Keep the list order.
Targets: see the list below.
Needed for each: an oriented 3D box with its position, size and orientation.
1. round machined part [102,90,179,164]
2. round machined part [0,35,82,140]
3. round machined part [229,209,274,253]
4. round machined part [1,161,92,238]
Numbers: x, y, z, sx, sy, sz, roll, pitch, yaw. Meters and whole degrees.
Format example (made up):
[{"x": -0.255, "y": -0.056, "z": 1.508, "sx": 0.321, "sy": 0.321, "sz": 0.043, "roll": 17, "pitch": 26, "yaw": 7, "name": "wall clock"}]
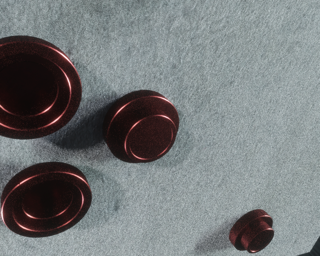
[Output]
[{"x": -0.019, "y": 0.005, "z": 0.390, "sx": 0.099, "sy": 0.042, "sz": 0.097, "roll": -14, "pitch": 125, "yaw": -21, "name": "round machined part"}, {"x": -0.130, "y": -0.041, "z": 0.300, "sx": 0.099, "sy": 0.042, "sz": 0.097, "roll": -14, "pitch": 125, "yaw": -21, "name": "round machined part"}, {"x": 0.196, "y": 0.220, "z": 0.643, "sx": 0.099, "sy": 0.042, "sz": 0.097, "roll": -14, "pitch": 125, "yaw": -21, "name": "round machined part"}, {"x": -0.136, "y": 0.080, "z": 0.372, "sx": 0.099, "sy": 0.042, "sz": 0.097, "roll": -14, "pitch": 125, "yaw": -21, "name": "round machined part"}]
